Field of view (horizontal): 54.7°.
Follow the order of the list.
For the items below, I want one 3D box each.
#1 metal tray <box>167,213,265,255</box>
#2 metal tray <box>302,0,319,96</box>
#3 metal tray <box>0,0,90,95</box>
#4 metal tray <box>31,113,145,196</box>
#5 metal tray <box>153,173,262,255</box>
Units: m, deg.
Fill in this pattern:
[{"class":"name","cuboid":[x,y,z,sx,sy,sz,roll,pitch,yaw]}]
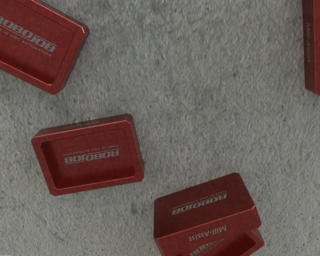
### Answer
[{"class":"metal tray","cuboid":[0.078,0.178,0.470,0.130,0.030,0.090,-41,109,13]},{"class":"metal tray","cuboid":[0.223,-0.111,0.370,0.090,0.030,0.129,-11,110,3]},{"class":"metal tray","cuboid":[-0.162,-0.108,0.364,0.131,0.030,0.089,27,108,-10]},{"class":"metal tray","cuboid":[-0.093,0.037,0.419,0.131,0.030,0.089,-10,110,3]},{"class":"metal tray","cuboid":[0.058,0.113,0.417,0.130,0.090,0.030,-20,109,6]}]
